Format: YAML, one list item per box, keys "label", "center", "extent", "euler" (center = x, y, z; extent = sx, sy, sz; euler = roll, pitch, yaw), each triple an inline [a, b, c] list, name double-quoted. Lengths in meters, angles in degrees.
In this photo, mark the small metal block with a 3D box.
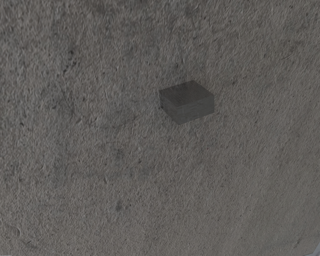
- label: "small metal block"
  center: [0.033, -0.033, 0.387]
  extent: [0.050, 0.050, 0.025]
  euler: [-19, 126, -17]
